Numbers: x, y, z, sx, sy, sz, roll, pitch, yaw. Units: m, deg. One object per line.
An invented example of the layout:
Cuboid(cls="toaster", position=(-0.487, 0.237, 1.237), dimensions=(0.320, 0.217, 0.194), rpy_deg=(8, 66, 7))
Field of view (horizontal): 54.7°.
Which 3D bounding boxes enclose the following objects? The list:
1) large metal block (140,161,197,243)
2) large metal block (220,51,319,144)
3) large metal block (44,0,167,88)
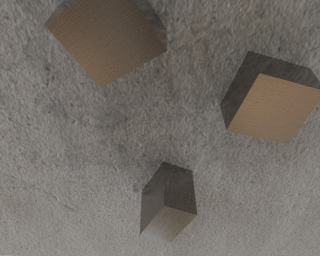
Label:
Cuboid(cls="large metal block", position=(0.010, 0.112, 0.466), dimensions=(0.050, 0.080, 0.079), rpy_deg=(20, 127, -17))
Cuboid(cls="large metal block", position=(0.128, -0.034, 0.364), dimensions=(0.081, 0.050, 0.079), rpy_deg=(13, 129, -11))
Cuboid(cls="large metal block", position=(-0.049, -0.099, 0.305), dimensions=(0.080, 0.050, 0.080), rpy_deg=(-25, 126, 19))
